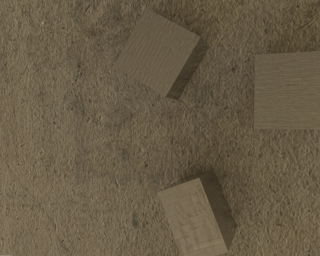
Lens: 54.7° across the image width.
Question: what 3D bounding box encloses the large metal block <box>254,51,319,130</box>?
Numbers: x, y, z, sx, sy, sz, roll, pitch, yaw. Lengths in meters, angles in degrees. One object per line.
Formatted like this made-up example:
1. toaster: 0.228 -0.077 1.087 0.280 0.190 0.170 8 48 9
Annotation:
1. large metal block: 0.148 -0.038 0.343 0.080 0.050 0.079 1 90 20

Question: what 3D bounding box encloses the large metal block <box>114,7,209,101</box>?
1. large metal block: 0.003 -0.091 0.395 0.080 0.050 0.080 34 101 16

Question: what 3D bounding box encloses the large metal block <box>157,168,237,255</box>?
1. large metal block: 0.047 0.098 0.363 0.050 0.080 0.080 -23 82 18
